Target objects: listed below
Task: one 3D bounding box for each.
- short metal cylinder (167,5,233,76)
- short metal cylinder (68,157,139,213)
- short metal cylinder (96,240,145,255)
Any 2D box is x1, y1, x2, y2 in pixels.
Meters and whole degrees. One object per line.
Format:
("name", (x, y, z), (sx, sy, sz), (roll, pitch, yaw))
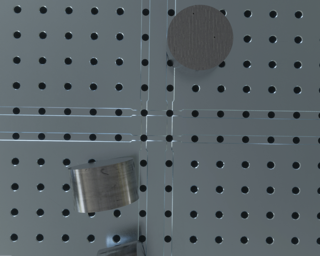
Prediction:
("short metal cylinder", (0.049, -0.110, 0.401), (0.081, 0.050, 0.079), (0, 90, 0))
("short metal cylinder", (-0.069, 0.068, 0.385), (0.080, 0.080, 0.050), (-8, 90, 0))
("short metal cylinder", (-0.043, 0.187, 0.386), (0.050, 0.080, 0.080), (-14, 90, 0))
